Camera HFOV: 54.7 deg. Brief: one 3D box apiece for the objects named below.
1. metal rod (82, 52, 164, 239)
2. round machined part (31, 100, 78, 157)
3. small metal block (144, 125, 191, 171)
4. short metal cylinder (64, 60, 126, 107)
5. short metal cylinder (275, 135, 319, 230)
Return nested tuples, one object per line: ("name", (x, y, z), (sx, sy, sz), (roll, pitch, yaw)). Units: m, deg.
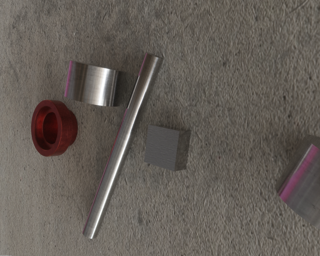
("metal rod", (-0.059, 0.036, 0.454), (0.025, 0.025, 0.298), (34, 111, 35))
("round machined part", (-0.182, 0.000, 0.544), (0.098, 0.042, 0.097), (0, 90, 40))
("small metal block", (0.009, 0.024, 0.397), (0.050, 0.025, 0.050), (12, 98, 39))
("short metal cylinder", (-0.093, -0.064, 0.446), (0.080, 0.081, 0.050), (20, 103, 38))
("short metal cylinder", (0.143, 0.047, 0.251), (0.080, 0.081, 0.050), (36, 112, 34))
